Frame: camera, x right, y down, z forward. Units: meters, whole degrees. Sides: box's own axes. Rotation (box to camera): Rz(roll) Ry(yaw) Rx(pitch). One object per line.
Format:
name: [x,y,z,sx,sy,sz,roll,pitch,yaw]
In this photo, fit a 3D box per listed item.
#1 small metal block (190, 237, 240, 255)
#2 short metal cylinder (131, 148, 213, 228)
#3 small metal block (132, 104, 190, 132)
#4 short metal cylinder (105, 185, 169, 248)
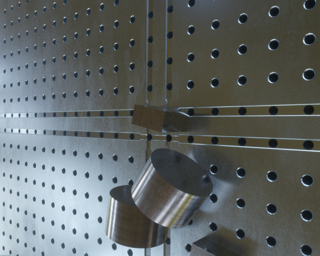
small metal block: [0.061,0.164,0.359,0.050,0.025,0.050,15,100,39]
short metal cylinder: [0.014,0.068,0.362,0.080,0.081,0.050,44,117,31]
small metal block: [0.001,-0.012,0.392,0.050,0.050,0.025,15,100,39]
short metal cylinder: [-0.027,0.110,0.396,0.080,0.081,0.050,13,99,39]
